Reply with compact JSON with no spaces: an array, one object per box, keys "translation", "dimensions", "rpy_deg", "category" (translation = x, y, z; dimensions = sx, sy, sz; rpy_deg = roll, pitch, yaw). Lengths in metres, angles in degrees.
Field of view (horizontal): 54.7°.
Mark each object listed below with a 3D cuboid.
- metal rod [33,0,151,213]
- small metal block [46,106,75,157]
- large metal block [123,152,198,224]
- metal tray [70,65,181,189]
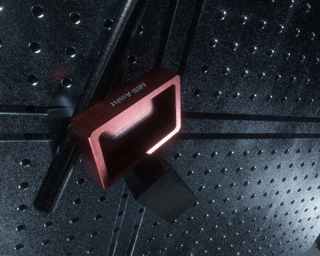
[{"translation":[-0.064,-0.046,0.324],"dimensions":[0.025,0.025,0.298],"rpy_deg":[20,100,-36],"category":"metal rod"},{"translation":[-0.102,0.003,0.359],"dimensions":[0.050,0.025,0.050],"rpy_deg":[-8,122,-25],"category":"small metal block"},{"translation":[-0.006,0.071,0.418],"dimensions":[0.050,0.080,0.080],"rpy_deg":[-43,130,1],"category":"large metal block"},{"translation":[-0.030,-0.003,0.353],"dimensions":[0.131,0.030,0.089],"rpy_deg":[-38,143,-31],"category":"metal tray"}]
